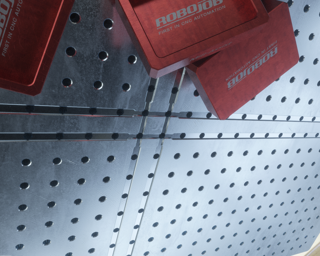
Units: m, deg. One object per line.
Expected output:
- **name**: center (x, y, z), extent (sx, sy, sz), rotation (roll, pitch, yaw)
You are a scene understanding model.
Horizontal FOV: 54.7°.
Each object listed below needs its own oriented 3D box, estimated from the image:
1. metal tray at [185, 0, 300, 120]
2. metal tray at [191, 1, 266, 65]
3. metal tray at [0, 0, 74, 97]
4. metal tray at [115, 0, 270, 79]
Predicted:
- **metal tray**: center (0.103, -0.081, 0.376), extent (0.130, 0.030, 0.090), rotation (-38, 130, -3)
- **metal tray**: center (0.105, -0.119, 0.393), extent (0.090, 0.030, 0.130), rotation (-41, 130, 0)
- **metal tray**: center (-0.133, -0.101, 0.272), extent (0.091, 0.030, 0.129), rotation (15, 111, -35)
- **metal tray**: center (0.032, -0.117, 0.314), extent (0.131, 0.030, 0.090), rotation (-25, 86, -9)
